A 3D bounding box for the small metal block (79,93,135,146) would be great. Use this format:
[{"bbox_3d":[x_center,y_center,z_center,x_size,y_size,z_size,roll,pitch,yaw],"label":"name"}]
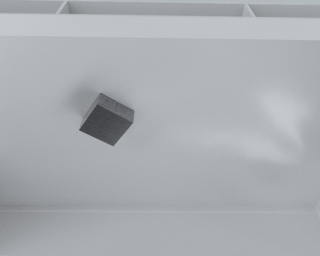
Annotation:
[{"bbox_3d":[-0.068,-0.010,0.400,0.050,0.025,0.050,28,125,-22],"label":"small metal block"}]
